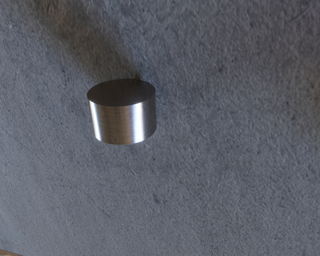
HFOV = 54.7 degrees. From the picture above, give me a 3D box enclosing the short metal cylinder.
[{"bbox_3d":[-0.045,-0.022,0.380,0.080,0.080,0.050,12,123,21],"label":"short metal cylinder"}]
